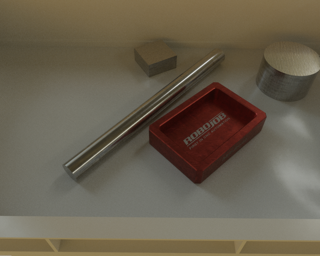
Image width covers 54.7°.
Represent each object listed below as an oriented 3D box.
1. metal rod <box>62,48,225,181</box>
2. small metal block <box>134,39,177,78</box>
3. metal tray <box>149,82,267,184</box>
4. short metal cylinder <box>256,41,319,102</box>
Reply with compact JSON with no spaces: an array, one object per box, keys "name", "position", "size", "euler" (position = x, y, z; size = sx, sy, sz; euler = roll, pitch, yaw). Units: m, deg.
[{"name":"metal rod","position":[-0.005,-0.033,0.432],"size":[0.025,0.025,0.302],"euler":[35,58,25]},{"name":"small metal block","position":[-0.008,-0.113,0.500],"size":[0.050,0.025,0.050],"euler":[-23,54,-19]},{"name":"metal tray","position":[0.062,0.000,0.402],"size":[0.131,0.030,0.090],"euler":[-35,59,-26]},{"name":"short metal cylinder","position":[0.190,-0.085,0.463],"size":[0.081,0.050,0.080],"euler":[0,50,0]}]
